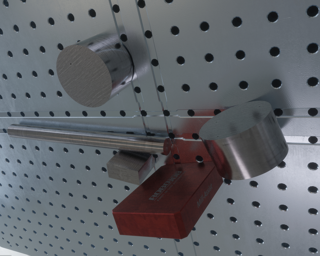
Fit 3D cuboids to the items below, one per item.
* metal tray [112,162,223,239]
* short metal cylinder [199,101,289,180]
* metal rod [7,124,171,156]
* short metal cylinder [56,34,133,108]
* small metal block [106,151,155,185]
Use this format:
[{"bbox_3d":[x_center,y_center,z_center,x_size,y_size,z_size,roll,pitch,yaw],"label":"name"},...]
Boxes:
[{"bbox_3d":[0.015,0.084,0.385,0.090,0.131,0.030,-8,104,32],"label":"metal tray"},{"bbox_3d":[0.090,0.012,0.336,0.080,0.080,0.050,-17,110,34],"label":"short metal cylinder"},{"bbox_3d":[-0.125,0.015,0.486,0.301,0.025,0.025,4,120,26],"label":"metal rod"},{"bbox_3d":[-0.082,-0.073,0.393,0.080,0.050,0.079,13,124,21],"label":"short metal cylinder"},{"bbox_3d":[-0.041,0.053,0.449,0.050,0.050,0.025,10,123,22],"label":"small metal block"}]
